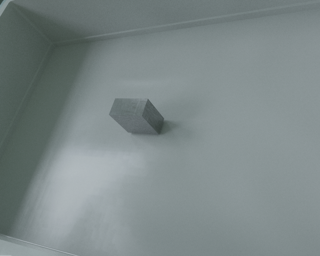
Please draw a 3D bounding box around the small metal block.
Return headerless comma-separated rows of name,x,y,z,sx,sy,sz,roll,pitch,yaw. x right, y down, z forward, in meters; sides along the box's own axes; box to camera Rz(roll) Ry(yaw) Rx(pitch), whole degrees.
small metal block,-0.030,-0.015,0.409,0.050,0.050,0.025,3,63,29
